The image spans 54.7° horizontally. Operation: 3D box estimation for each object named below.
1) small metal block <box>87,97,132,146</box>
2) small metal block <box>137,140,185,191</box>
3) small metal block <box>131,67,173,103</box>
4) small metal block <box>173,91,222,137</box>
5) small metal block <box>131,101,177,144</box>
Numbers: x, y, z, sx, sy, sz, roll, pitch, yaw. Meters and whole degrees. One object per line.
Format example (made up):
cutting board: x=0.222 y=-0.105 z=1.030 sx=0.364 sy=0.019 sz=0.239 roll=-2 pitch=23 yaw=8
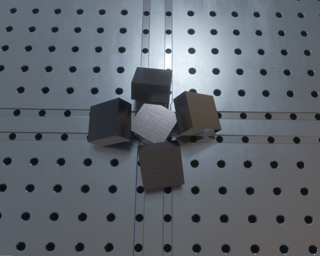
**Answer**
small metal block: x=-0.065 y=-0.007 z=0.401 sx=0.050 sy=0.025 sz=0.050 roll=-13 pitch=66 yaw=32
small metal block: x=0.001 y=0.045 z=0.382 sx=0.050 sy=0.025 sz=0.050 roll=-8 pitch=106 yaw=-4
small metal block: x=-0.010 y=-0.059 z=0.420 sx=0.050 sy=0.025 sz=0.050 roll=6 pitch=34 yaw=2
small metal block: x=0.049 y=-0.018 z=0.406 sx=0.050 sy=0.025 sz=0.050 roll=5 pitch=65 yaw=-36
small metal block: x=-0.008 y=-0.004 z=0.412 sx=0.050 sy=0.025 sz=0.050 roll=30 pitch=72 yaw=10
